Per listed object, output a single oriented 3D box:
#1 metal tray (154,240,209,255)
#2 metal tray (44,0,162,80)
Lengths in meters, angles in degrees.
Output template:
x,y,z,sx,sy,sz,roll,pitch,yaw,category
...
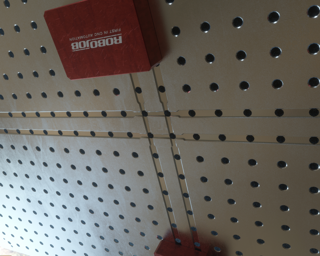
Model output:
x,y,z,sx,sy,sz,roll,pitch,yaw,category
0.041,0.265,0.551,0.090,0.030,0.129,9,122,23,metal tray
-0.070,-0.111,0.378,0.130,0.030,0.090,-1,118,28,metal tray
